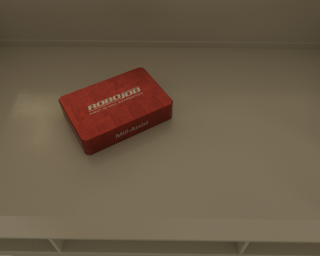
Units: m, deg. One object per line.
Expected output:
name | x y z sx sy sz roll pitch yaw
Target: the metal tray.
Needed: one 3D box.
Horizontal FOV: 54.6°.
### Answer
metal tray | -0.059 -0.028 0.425 0.131 0.030 0.090 -25 54 -20
